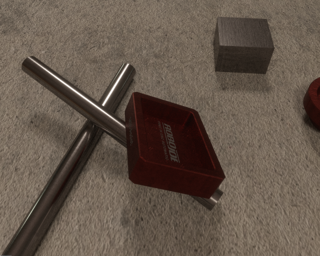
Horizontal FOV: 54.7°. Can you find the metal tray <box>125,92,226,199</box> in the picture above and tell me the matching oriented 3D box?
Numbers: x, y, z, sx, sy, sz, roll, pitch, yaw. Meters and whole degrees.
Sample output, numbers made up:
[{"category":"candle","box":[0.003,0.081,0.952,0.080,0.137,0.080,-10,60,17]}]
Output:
[{"category":"metal tray","box":[0.010,0.014,0.345,0.091,0.030,0.130,15,31,-19]}]

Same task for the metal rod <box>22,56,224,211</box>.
[{"category":"metal rod","box":[-0.056,-0.003,0.376,0.300,0.025,0.025,35,58,15]}]

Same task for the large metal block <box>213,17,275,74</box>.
[{"category":"large metal block","box":[0.132,-0.135,0.502,0.080,0.050,0.080,3,50,2]}]

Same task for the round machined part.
[{"category":"round machined part","box":[0.243,-0.024,0.416,0.099,0.042,0.098,0,50,0]}]

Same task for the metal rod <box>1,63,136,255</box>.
[{"category":"metal rod","box":[-0.095,0.020,0.385,0.025,0.025,0.300,14,51,11]}]
